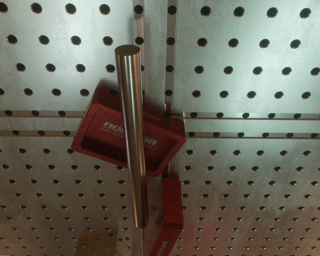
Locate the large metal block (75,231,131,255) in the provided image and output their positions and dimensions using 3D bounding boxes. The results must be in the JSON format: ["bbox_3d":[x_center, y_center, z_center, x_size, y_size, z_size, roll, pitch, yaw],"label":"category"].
[{"bbox_3d":[-0.109,0.252,0.608,0.080,0.050,0.080,-12,129,9],"label":"large metal block"}]

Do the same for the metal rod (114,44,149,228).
[{"bbox_3d":[-0.031,0.037,0.402,0.025,0.025,0.298,-1,130,0],"label":"metal rod"}]

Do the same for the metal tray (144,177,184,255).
[{"bbox_3d":[0.003,0.154,0.499,0.030,0.090,0.129,11,129,-9],"label":"metal tray"}]

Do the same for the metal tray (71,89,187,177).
[{"bbox_3d":[-0.041,0.012,0.417,0.131,0.030,0.089,21,127,-18],"label":"metal tray"}]
